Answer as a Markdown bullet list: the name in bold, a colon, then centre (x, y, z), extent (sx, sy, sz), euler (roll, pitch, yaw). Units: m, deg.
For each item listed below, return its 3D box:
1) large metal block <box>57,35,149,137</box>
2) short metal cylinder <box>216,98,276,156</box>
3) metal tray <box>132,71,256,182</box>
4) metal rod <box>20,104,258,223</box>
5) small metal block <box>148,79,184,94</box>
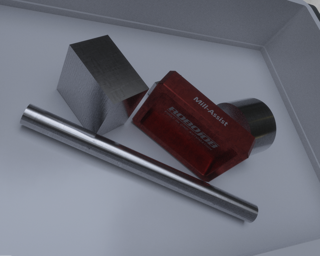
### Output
- **large metal block**: centre (-0.070, -0.046, 0.360), extent (0.050, 0.080, 0.080), euler (-30, 79, -38)
- **short metal cylinder**: centre (0.111, 0.001, 0.430), extent (0.050, 0.080, 0.080), euler (-13, 69, -33)
- **metal tray**: centre (0.038, 0.002, 0.382), extent (0.130, 0.090, 0.030), euler (40, 50, -2)
- **metal rod**: centre (-0.013, 0.048, 0.369), extent (0.301, 0.025, 0.025), euler (26, 53, -13)
- **small metal block**: centre (0.019, -0.044, 0.441), extent (0.050, 0.025, 0.050), euler (-22, 74, -36)
